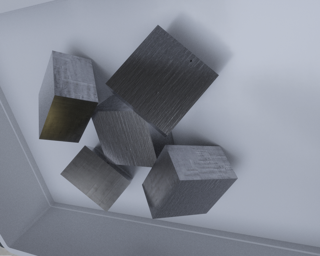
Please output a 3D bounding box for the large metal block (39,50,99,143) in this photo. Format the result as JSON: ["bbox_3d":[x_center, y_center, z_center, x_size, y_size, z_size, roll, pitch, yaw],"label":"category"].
[{"bbox_3d":[-0.122,-0.039,0.401,0.050,0.080,0.080,8,136,-30],"label":"large metal block"}]

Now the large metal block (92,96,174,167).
[{"bbox_3d":[-0.035,0.003,0.409,0.080,0.050,0.080,1,119,28],"label":"large metal block"}]

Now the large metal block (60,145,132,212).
[{"bbox_3d":[-0.088,0.072,0.455,0.080,0.050,0.080,39,173,1],"label":"large metal block"}]

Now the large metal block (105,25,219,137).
[{"bbox_3d":[0.002,-0.047,0.334,0.080,0.050,0.080,40,86,1],"label":"large metal block"}]

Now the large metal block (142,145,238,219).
[{"bbox_3d":[0.034,0.067,0.386,0.081,0.050,0.079,3,134,-28],"label":"large metal block"}]
